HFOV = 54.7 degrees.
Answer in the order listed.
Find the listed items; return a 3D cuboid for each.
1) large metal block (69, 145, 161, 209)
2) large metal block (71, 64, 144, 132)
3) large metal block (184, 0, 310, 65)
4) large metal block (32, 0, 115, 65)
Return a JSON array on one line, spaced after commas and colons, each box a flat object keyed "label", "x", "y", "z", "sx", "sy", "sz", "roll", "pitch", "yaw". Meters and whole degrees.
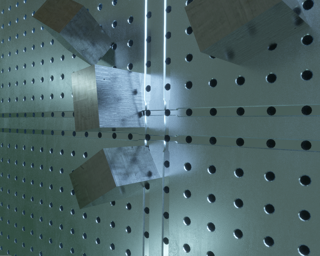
[{"label": "large metal block", "x": -0.061, "y": 0.066, "z": 0.422, "sx": 0.080, "sy": 0.081, "sz": 0.050, "roll": -35, "pitch": 68, "yaw": 34}, {"label": "large metal block", "x": -0.071, "y": -0.037, "z": 0.430, "sx": 0.050, "sy": 0.081, "sz": 0.080, "roll": -9, "pitch": 84, "yaw": 39}, {"label": "large metal block", "x": 0.085, "y": -0.109, "z": 0.302, "sx": 0.080, "sy": 0.081, "sz": 0.050, "roll": -27, "pitch": 73, "yaw": 36}, {"label": "large metal block", "x": -0.130, "y": -0.148, "z": 0.468, "sx": 0.080, "sy": 0.080, "sz": 0.050, "roll": 35, "pitch": 84, "yaw": 34}]
